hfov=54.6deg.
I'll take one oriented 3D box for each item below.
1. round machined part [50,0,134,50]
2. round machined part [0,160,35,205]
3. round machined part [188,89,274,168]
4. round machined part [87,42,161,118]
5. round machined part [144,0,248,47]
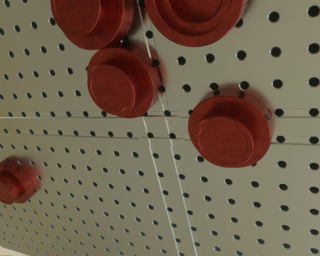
[{"bbox_3d":[-0.082,-0.137,0.346,0.098,0.042,0.097,9,110,25],"label":"round machined part"},{"bbox_3d":[-0.313,0.119,0.640,0.098,0.042,0.097,13,124,21],"label":"round machined part"},{"bbox_3d":[0.079,0.008,0.364,0.098,0.042,0.097,13,124,21],"label":"round machined part"},{"bbox_3d":[-0.052,-0.055,0.394,0.098,0.042,0.097,13,124,21],"label":"round machined part"},{"bbox_3d":[0.037,-0.132,0.300,0.098,0.042,0.097,13,124,21],"label":"round machined part"}]
